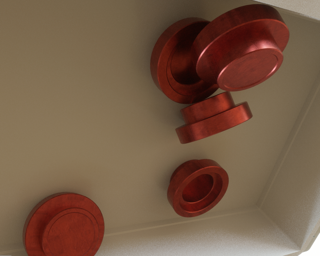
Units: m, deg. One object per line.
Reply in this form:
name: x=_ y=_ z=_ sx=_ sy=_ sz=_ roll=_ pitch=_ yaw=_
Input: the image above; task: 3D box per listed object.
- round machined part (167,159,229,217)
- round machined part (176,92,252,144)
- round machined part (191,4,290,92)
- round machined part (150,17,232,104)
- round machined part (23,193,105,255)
round machined part: x=0.055 y=0.088 z=0.484 sx=0.099 sy=0.042 sz=0.097 roll=-14 pitch=125 yaw=-21
round machined part: x=0.065 y=-0.017 z=0.401 sx=0.099 sy=0.098 sz=0.042 roll=-22 pitch=91 yaw=-16
round machined part: x=0.085 y=-0.073 z=0.317 sx=0.099 sy=0.042 sz=0.098 roll=-13 pitch=155 yaw=-6
round machined part: x=0.033 y=-0.081 z=0.367 sx=0.099 sy=0.042 sz=0.097 roll=-14 pitch=125 yaw=-21
round machined part: x=-0.116 y=0.131 z=0.387 sx=0.099 sy=0.042 sz=0.097 roll=4 pitch=83 yaw=-31
